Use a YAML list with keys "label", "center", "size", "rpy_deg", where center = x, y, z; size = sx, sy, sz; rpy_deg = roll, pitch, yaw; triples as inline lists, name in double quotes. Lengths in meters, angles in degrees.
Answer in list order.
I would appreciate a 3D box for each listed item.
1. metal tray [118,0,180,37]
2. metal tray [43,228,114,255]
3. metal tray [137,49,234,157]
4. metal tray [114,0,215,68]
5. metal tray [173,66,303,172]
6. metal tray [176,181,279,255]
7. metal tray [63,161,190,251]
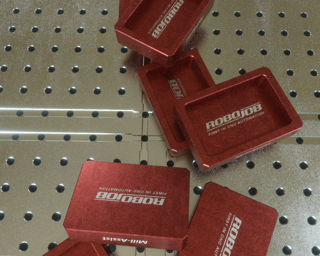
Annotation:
- label: "metal tray"
  center: [-0.015, -0.204, 0.484]
  size: [0.090, 0.030, 0.130]
  rpy_deg: [0, 70, 0]
- label: "metal tray"
  center: [-0.080, 0.187, 0.340]
  size: [0.090, 0.030, 0.130]
  rpy_deg: [-33, 73, -11]
- label: "metal tray"
  center: [0.034, -0.036, 0.422]
  size: [0.090, 0.030, 0.130]
  rpy_deg: [-21, 71, -8]
- label: "metal tray"
  center: [0.009, -0.158, 0.434]
  size: [0.090, 0.030, 0.130]
  rpy_deg: [29, 72, 10]
- label: "metal tray"
  center: [0.093, -0.012, 0.381]
  size: [0.131, 0.030, 0.090]
  rpy_deg: [-21, 72, -8]
- label: "metal tray"
  center: [0.071, 0.139, 0.359]
  size: [0.090, 0.030, 0.130]
  rpy_deg: [23, 71, 8]
- label: "metal tray"
  center: [-0.033, 0.086, 0.358]
  size: [0.131, 0.030, 0.090]
  rpy_deg: [4, 47, 3]
